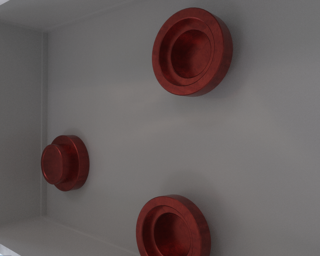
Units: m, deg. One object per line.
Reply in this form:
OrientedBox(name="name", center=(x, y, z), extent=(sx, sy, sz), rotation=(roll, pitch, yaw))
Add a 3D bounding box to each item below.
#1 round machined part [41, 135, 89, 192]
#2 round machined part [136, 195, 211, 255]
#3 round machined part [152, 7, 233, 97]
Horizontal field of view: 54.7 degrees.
OrientedBox(name="round machined part", center=(-0.170, 0.061, 0.536), extent=(0.098, 0.042, 0.097), rotation=(0, 90, 40))
OrientedBox(name="round machined part", center=(0.020, 0.130, 0.376), extent=(0.098, 0.042, 0.097), rotation=(-4, 84, 40))
OrientedBox(name="round machined part", center=(0.041, -0.085, 0.362), extent=(0.098, 0.042, 0.097), rotation=(0, 90, 40))
